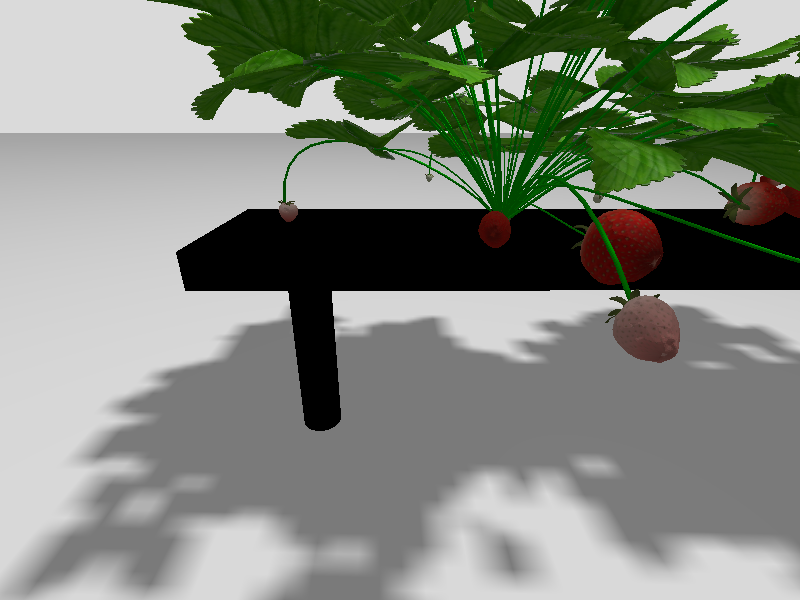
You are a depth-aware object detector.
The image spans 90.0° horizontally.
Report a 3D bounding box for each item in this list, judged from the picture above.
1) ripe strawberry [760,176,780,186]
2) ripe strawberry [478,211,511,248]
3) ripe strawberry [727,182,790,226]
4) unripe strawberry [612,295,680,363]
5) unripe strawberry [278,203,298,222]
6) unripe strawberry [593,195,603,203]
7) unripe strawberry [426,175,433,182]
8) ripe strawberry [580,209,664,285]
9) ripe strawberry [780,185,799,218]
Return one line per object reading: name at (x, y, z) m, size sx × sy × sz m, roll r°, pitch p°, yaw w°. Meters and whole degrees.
ripe strawberry at (0.500, -0.164, 0.538) m, size 0.027 × 0.024 × 0.024 m, roll -5°, pitch 11°, yaw -10°
ripe strawberry at (0.066, -0.049, 0.281) m, size 0.023 × 0.026 × 0.025 m, roll 7°, pitch 26°, yaw 16°
ripe strawberry at (0.305, -0.081, 0.339) m, size 0.037 × 0.036 × 0.040 m, roll 1°, pitch 24°, yaw 1°
unripe strawberry at (0.092, 0.012, 0.148) m, size 0.022 × 0.025 × 0.024 m, roll 0°, pitch 39°, yaw 0°
unripe strawberry at (-0.098, -0.077, 0.352) m, size 0.017 × 0.016 × 0.015 m, roll 0°, pitch 24°, yaw 1°
unripe strawberry at (0.213, -0.109, 0.431) m, size 0.010 × 0.010 × 0.009 m, roll -16°, pitch 29°, yaw -32°
unripe strawberry at (0.037, -0.155, 0.508) m, size 0.009 × 0.010 × 0.010 m, roll -7°, pitch 25°, yaw -15°
ripe strawberry at (0.124, -0.028, 0.220) m, size 0.040 × 0.042 × 0.043 m, roll -6°, pitch 25°, yaw -13°
ripe strawberry at (0.368, -0.093, 0.367) m, size 0.036 × 0.036 × 0.040 m, roll 2°, pitch 24°, yaw 7°
